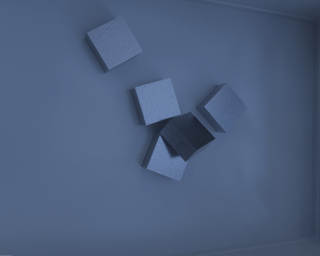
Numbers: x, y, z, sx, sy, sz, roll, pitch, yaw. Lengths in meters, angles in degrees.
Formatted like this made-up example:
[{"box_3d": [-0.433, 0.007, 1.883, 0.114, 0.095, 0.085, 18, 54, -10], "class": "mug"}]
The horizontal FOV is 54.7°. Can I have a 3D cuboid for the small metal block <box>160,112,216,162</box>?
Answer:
[{"box_3d": [0.037, 0.010, 0.403, 0.050, 0.025, 0.050, 49, 37, 14], "class": "small metal block"}]

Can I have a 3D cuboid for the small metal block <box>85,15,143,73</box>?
[{"box_3d": [-0.058, -0.105, 0.390, 0.050, 0.025, 0.050, -34, 101, -17], "class": "small metal block"}]

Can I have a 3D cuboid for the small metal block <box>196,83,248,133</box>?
[{"box_3d": [0.089, -0.029, 0.445, 0.050, 0.025, 0.050, -46, 105, -14], "class": "small metal block"}]

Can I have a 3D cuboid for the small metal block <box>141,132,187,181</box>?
[{"box_3d": [0.010, 0.038, 0.415, 0.050, 0.025, 0.050, 24, 82, -19], "class": "small metal block"}]

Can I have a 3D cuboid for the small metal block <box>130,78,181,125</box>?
[{"box_3d": [-0.006, -0.035, 0.409, 0.050, 0.025, 0.050, -18, 97, -19], "class": "small metal block"}]
